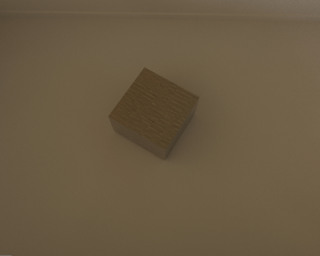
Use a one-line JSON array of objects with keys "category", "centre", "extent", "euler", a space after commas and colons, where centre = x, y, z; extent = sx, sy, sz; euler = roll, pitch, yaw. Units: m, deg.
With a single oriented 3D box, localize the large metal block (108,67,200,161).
[{"category": "large metal block", "centre": [-0.007, -0.017, 0.399], "extent": [0.080, 0.050, 0.080], "euler": [30, 72, 10]}]
